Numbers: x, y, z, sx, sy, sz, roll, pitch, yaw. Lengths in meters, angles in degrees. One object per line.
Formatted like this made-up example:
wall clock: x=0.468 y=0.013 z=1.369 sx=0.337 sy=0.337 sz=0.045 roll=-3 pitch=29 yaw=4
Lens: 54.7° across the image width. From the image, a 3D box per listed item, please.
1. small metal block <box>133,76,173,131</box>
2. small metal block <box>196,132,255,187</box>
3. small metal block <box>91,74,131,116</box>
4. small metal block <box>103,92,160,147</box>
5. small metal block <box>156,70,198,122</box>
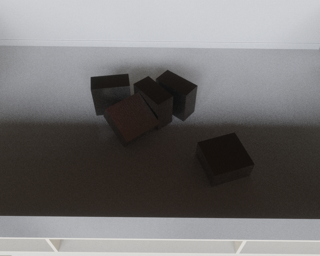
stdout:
small metal block: x=-0.009 y=-0.033 z=0.417 sx=0.025 sy=0.050 sz=0.050 roll=-33 pitch=58 yaw=-24
small metal block: x=0.077 y=0.037 z=0.375 sx=0.050 sy=0.025 sz=0.050 roll=-14 pitch=52 yaw=-12
small metal block: x=-0.066 y=-0.045 z=0.426 sx=0.050 sy=0.050 sz=0.025 roll=-6 pitch=50 yaw=-6
small metal block: x=-0.037 y=-0.011 z=0.402 sx=0.050 sy=0.025 sz=0.050 roll=-31 pitch=82 yaw=-23
small metal block: x=0.022 y=-0.044 z=0.426 sx=0.050 sy=0.050 sz=0.025 roll=32 pitch=57 yaw=24
